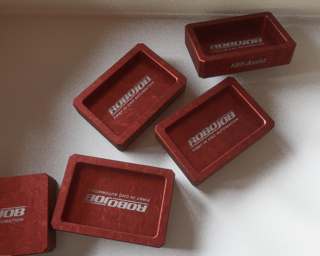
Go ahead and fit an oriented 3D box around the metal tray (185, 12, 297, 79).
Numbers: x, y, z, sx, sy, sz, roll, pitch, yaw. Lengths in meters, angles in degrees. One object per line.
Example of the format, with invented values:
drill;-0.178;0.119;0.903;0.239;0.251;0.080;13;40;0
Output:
metal tray;0.108;-0.119;0.436;0.131;0.030;0.090;-10;50;-4

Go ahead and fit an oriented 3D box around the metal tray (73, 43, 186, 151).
metal tray;-0.039;-0.044;0.422;0.090;0.030;0.130;41;75;13

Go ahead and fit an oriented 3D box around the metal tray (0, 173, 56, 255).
metal tray;-0.193;0.106;0.366;0.131;0.030;0.090;-6;70;-3

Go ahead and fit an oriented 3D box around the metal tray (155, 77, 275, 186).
metal tray;0.070;0.002;0.406;0.131;0.030;0.090;-34;74;-12

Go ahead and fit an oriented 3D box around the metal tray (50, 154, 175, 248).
metal tray;-0.053;0.087;0.374;0.131;0.030;0.090;9;70;3
